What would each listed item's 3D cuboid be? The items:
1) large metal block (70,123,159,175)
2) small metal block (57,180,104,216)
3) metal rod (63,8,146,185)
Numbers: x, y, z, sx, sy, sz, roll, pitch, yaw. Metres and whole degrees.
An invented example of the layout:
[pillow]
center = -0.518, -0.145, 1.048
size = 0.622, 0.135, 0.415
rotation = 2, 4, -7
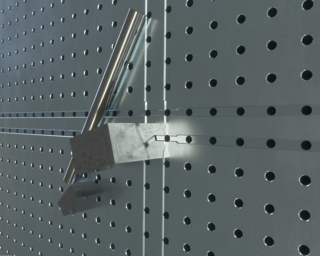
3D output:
[large metal block]
center = -0.062, 0.028, 0.422
size = 0.080, 0.081, 0.050
rotation = -19, 78, 38
[small metal block]
center = -0.126, 0.111, 0.494
size = 0.050, 0.050, 0.025
rotation = -50, 61, 28
[metal rod]
center = -0.092, -0.036, 0.482
size = 0.025, 0.025, 0.298
rotation = 39, 113, 33
